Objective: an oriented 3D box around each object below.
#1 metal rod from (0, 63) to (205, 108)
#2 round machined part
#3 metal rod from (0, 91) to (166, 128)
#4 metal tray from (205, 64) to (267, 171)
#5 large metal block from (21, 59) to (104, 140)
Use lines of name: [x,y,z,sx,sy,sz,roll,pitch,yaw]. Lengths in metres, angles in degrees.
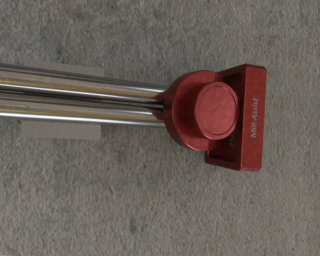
metal rod: [-0.040,-0.042,0.348,0.302,0.025,0.025,3,89,-33]
round machined part: [0.056,-0.021,0.371,0.099,0.042,0.097,-2,93,-31]
metal rod: [-0.042,-0.015,0.348,0.302,0.025,0.025,3,89,-33]
metal tray: [0.097,-0.012,0.412,0.030,0.090,0.129,4,89,-20]
large metal block: [-0.110,-0.029,0.353,0.081,0.050,0.079,4,89,-20]
